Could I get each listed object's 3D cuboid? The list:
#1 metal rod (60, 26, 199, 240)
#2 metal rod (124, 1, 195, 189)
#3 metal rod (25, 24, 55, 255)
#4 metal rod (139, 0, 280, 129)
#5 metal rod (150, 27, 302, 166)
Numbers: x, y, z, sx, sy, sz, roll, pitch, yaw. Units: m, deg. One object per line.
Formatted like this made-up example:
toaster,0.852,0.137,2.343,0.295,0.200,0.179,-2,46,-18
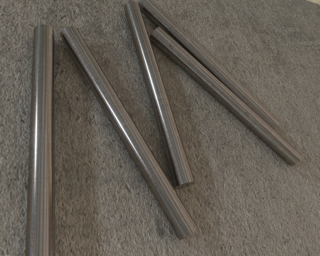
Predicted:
metal rod,-0.045,-0.004,0.381,0.025,0.025,0.299,-22,74,-36
metal rod,-0.007,-0.062,0.437,0.025,0.025,0.299,-2,63,-29
metal rod,-0.126,0.007,0.331,0.025,0.025,0.299,4,60,-26
metal rod,0.078,-0.106,0.510,0.300,0.025,0.025,44,51,2
metal rod,0.103,-0.050,0.489,0.300,0.025,0.025,42,51,1
